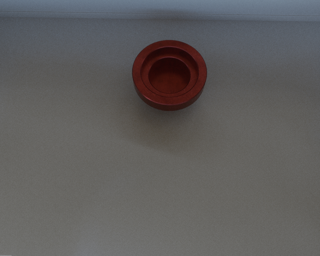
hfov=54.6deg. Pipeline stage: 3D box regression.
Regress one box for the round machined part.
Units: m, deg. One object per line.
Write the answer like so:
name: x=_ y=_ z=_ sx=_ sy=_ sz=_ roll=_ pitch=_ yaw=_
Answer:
round machined part: x=0.013 y=-0.068 z=0.426 sx=0.099 sy=0.042 sz=0.098 roll=0 pitch=70 yaw=0
